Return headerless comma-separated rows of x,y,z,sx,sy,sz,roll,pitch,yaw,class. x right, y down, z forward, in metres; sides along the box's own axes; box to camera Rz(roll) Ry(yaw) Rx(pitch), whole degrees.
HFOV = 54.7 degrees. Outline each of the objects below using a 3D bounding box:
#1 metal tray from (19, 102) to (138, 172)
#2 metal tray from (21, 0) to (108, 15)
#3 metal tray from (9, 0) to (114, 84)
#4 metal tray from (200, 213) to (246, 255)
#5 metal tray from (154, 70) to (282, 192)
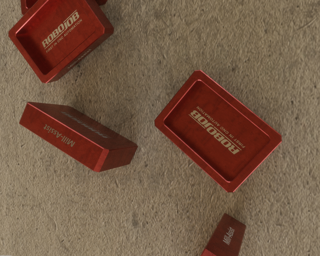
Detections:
-0.105,0.009,0.411,0.130,0.090,0.030,28,100,17,metal tray
-0.146,-0.218,0.457,0.130,0.030,0.089,-6,88,19,metal tray
-0.140,-0.134,0.435,0.130,0.030,0.090,-32,96,24,metal tray
0.053,0.153,0.334,0.030,0.130,0.090,29,100,18,metal tray
0.069,0.003,0.381,0.130,0.030,0.090,43,103,15,metal tray
